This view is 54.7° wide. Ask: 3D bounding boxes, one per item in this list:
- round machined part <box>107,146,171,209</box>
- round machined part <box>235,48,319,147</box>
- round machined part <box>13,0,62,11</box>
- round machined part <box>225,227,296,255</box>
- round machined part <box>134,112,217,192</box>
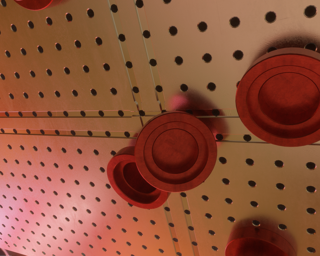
[{"bbox_3d":[-0.025,0.067,0.453,0.098,0.042,0.097,14,125,21],"label":"round machined part"},{"bbox_3d":[0.130,-0.033,0.311,0.098,0.042,0.097,13,124,20],"label":"round machined part"},{"bbox_3d":[-0.161,-0.190,0.366,0.098,0.042,0.097,13,124,20],"label":"round machined part"},{"bbox_3d":[0.142,0.194,0.445,0.098,0.042,0.097,13,124,20],"label":"round machined part"},{"bbox_3d":[0.018,0.027,0.387,0.099,0.042,0.097,0,98,-3],"label":"round machined part"}]
